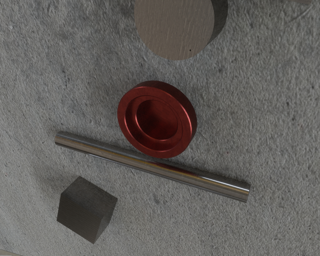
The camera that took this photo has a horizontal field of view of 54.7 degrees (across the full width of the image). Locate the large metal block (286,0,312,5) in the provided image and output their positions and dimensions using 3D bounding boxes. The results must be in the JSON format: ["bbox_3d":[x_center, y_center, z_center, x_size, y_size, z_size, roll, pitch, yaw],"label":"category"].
[{"bbox_3d":[0.094,-0.152,0.247,0.080,0.050,0.079,19,126,16],"label":"large metal block"}]

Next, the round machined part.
[{"bbox_3d":[0.000,-0.014,0.386,0.098,0.042,0.097,13,124,20],"label":"round machined part"}]

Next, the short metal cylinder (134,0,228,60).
[{"bbox_3d":[0.022,-0.114,0.308,0.080,0.050,0.079,13,124,20],"label":"short metal cylinder"}]

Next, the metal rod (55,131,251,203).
[{"bbox_3d":[-0.024,0.050,0.448,0.301,0.025,0.025,14,124,20],"label":"metal rod"}]

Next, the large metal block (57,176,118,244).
[{"bbox_3d":[-0.129,0.144,0.546,0.080,0.050,0.079,29,128,9],"label":"large metal block"}]
